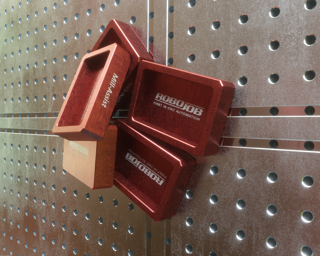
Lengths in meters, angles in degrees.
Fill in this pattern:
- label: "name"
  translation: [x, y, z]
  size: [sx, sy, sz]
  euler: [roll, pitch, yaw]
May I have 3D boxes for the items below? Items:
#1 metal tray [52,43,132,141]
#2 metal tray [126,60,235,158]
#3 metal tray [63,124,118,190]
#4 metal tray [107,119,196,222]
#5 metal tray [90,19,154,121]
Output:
- label: "metal tray"
  translation: [-0.094, -0.047, 0.429]
  size: [0.090, 0.030, 0.130]
  euler: [-2, 64, 47]
- label: "metal tray"
  translation: [0.020, -0.028, 0.389]
  size: [0.130, 0.030, 0.089]
  euler: [23, 105, 37]
- label: "metal tray"
  translation: [-0.112, 0.033, 0.478]
  size: [0.130, 0.030, 0.089]
  euler: [12, 99, 54]
- label: "metal tray"
  translation: [-0.023, 0.053, 0.425]
  size: [0.130, 0.030, 0.089]
  euler: [32, 110, 35]
- label: "metal tray"
  translation: [-0.075, -0.084, 0.469]
  size: [0.129, 0.030, 0.090]
  euler: [-47, 61, 30]
